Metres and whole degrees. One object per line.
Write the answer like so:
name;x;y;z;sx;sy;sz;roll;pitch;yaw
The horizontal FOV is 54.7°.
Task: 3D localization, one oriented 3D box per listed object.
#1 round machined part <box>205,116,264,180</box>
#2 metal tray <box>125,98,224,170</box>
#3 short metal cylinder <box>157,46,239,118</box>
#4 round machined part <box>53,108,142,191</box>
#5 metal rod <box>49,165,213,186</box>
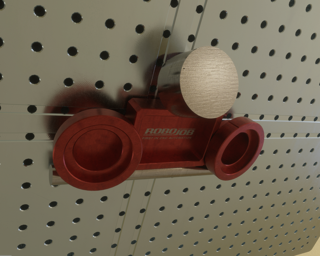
round machined part;0.105;0.026;0.463;0.099;0.042;0.097;-19;127;-27
metal tray;0.014;0.009;0.416;0.131;0.030;0.089;0;119;-29
short metal cylinder;0.044;-0.051;0.364;0.081;0.050;0.079;-1;93;-29
round machined part;-0.074;0.022;0.362;0.099;0.042;0.097;-8;118;-16
metal rod;0.001;0.059;0.444;0.303;0.025;0.025;1;118;-29
